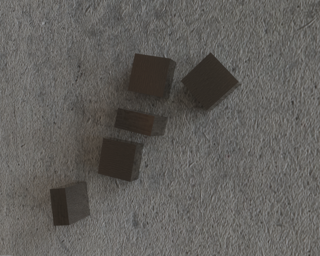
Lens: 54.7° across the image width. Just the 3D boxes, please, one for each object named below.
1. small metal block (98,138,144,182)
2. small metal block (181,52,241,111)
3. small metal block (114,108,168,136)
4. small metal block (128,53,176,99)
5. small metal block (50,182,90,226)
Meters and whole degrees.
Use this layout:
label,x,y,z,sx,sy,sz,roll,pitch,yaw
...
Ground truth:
label,x,y,z,sx,sy,sz,roll,pitch,yaw
small metal block,-0.054,0.042,0.428,0.050,0.025,0.050,11,94,19
small metal block,0.063,-0.057,0.387,0.050,0.025,0.050,-43,77,15
small metal block,-0.023,-0.008,0.404,0.050,0.050,0.025,13,95,19
small metal block,-0.010,-0.069,0.413,0.050,0.025,0.050,13,94,19
small metal block,-0.127,0.106,0.440,0.025,0.050,0.050,-8,87,20
